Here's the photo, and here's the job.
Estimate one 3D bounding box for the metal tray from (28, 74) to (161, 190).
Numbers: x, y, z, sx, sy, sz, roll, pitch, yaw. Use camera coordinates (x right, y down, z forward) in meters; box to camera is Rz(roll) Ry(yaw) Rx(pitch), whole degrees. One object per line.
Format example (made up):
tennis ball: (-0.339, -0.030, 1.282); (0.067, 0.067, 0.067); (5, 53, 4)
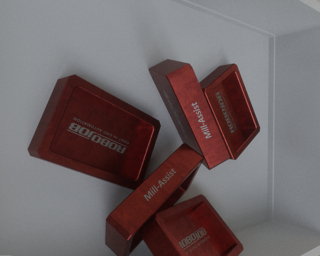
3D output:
metal tray: (-0.066, 0.010, 0.349); (0.131, 0.030, 0.090); (28, 72, -37)

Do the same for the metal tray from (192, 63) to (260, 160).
metal tray: (0.109, -0.026, 0.497); (0.090, 0.030, 0.129); (-41, 115, -32)

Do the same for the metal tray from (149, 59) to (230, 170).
metal tray: (0.035, -0.020, 0.393); (0.030, 0.090, 0.129); (-29, 111, -6)

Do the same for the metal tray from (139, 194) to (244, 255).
metal tray: (0.043, 0.135, 0.375); (0.090, 0.030, 0.131); (52, 24, 21)

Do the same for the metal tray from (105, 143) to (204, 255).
metal tray: (-0.006, 0.086, 0.364); (0.131, 0.030, 0.089); (-41, 160, -32)
